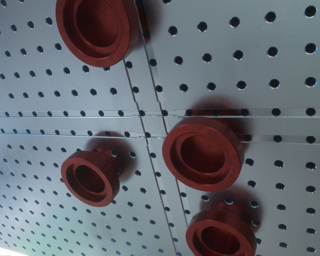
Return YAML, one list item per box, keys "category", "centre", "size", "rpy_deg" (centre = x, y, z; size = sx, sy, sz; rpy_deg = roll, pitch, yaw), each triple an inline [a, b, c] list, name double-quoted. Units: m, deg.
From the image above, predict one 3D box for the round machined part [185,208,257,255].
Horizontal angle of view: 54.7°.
- category: "round machined part"
  centre: [0.090, 0.156, 0.448]
  size: [0.098, 0.042, 0.097]
  rpy_deg: [13, 124, 20]

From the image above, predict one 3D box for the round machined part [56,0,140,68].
- category: "round machined part"
  centre: [-0.067, -0.123, 0.358]
  size: [0.098, 0.042, 0.097]
  rpy_deg: [13, 124, 20]

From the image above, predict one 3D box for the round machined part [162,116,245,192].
- category: "round machined part"
  centre: [0.056, 0.028, 0.387]
  size: [0.098, 0.042, 0.097]
  rpy_deg: [13, 124, 20]

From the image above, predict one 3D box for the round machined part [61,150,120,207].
- category: "round machined part"
  centre: [-0.107, 0.077, 0.502]
  size: [0.098, 0.042, 0.097]
  rpy_deg: [13, 124, 20]
